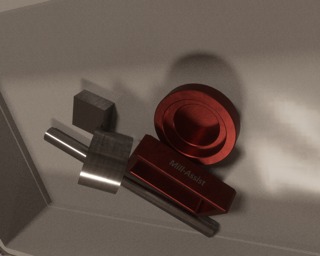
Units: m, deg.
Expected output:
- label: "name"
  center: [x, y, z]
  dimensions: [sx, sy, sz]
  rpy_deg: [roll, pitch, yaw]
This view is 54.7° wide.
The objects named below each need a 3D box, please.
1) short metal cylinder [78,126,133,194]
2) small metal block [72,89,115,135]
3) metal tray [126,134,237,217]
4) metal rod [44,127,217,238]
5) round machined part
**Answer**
- label: "short metal cylinder"
  center: [-0.072, 0.043, 0.415]
  dimensions: [0.050, 0.080, 0.079]
  rpy_deg: [18, 128, -9]
- label: "small metal block"
  center: [-0.096, -0.020, 0.445]
  dimensions: [0.050, 0.025, 0.050]
  rpy_deg: [25, 127, 13]
- label: "metal tray"
  center: [0.021, 0.066, 0.400]
  dimensions: [0.130, 0.030, 0.090]
  rpy_deg: [33, 156, -3]
- label: "metal rod"
  center: [-0.051, 0.081, 0.483]
  dimensions: [0.301, 0.025, 0.025]
  rpy_deg: [29, 128, 9]
- label: "round machined part"
  center: [0.046, -0.008, 0.368]
  dimensions: [0.098, 0.042, 0.097]
  rpy_deg: [13, 124, 20]
